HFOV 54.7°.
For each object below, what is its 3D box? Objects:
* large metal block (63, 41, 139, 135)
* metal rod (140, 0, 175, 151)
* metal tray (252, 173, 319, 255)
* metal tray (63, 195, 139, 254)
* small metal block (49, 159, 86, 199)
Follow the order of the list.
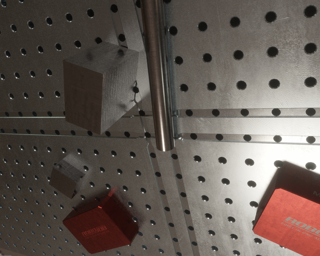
[{"bbox_3d":[-0.070,-0.051,0.380,0.050,0.080,0.079,21,126,15],"label":"large metal block"},{"bbox_3d":[-0.005,-0.105,0.348,0.025,0.025,0.298,8,122,23],"label":"metal rod"},{"bbox_3d":[0.193,0.119,0.380,0.130,0.030,0.089,22,127,14],"label":"metal tray"},{"bbox_3d":[-0.114,0.184,0.580,0.130,0.030,0.090,-29,103,37],"label":"metal tray"},{"bbox_3d":[-0.166,0.092,0.553,0.050,0.025,0.050,32,128,6],"label":"small metal block"}]
